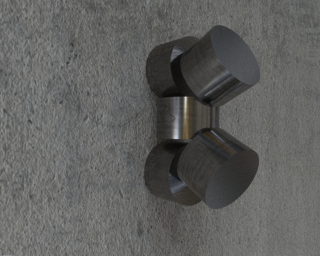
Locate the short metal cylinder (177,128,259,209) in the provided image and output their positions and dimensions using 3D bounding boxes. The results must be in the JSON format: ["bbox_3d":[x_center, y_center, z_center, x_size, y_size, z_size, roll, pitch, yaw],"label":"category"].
[{"bbox_3d":[0.068,0.046,0.360,0.081,0.050,0.079,-21,129,-27],"label":"short metal cylinder"}]

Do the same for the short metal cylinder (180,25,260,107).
[{"bbox_3d":[0.071,-0.072,0.365,0.080,0.050,0.080,21,52,-30],"label":"short metal cylinder"}]

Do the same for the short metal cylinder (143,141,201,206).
[{"bbox_3d":[0.025,0.058,0.411,0.081,0.050,0.080,0,90,-40],"label":"short metal cylinder"}]

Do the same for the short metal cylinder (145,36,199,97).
[{"bbox_3d":[0.027,-0.077,0.413,0.081,0.050,0.080,0,90,-40],"label":"short metal cylinder"}]

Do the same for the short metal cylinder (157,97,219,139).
[{"bbox_3d":[0.036,-0.011,0.401,0.081,0.080,0.050,2,89,-40],"label":"short metal cylinder"}]
